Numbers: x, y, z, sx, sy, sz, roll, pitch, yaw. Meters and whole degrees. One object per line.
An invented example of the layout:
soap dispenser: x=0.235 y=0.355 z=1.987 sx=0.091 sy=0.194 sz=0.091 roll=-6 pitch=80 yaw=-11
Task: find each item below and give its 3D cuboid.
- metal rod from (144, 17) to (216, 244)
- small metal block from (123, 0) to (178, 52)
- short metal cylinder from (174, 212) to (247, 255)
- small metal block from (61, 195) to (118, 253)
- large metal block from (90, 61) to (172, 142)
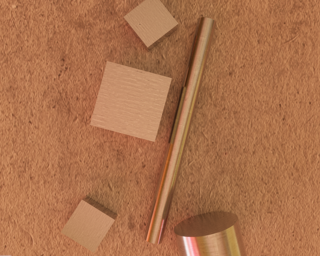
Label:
metal rod: x=0.027 y=0.003 z=0.410 sx=0.025 sy=0.025 sz=0.298 roll=14 pitch=90 yaw=-1
small metal block: x=-0.012 y=-0.138 z=0.410 sx=0.050 sy=0.025 sz=0.050 roll=-38 pitch=91 yaw=0
short metal cylinder: x=0.062 y=0.142 z=0.384 sx=0.080 sy=0.080 sz=0.050 roll=-13 pitch=90 yaw=0
small metal block: x=-0.092 y=0.126 z=0.409 sx=0.050 sy=0.025 sz=0.050 roll=32 pitch=90 yaw=-1
large metal block: x=-0.035 y=-0.032 z=0.397 sx=0.080 sy=0.050 sz=0.080 roll=15 pitch=90 yaw=-1
